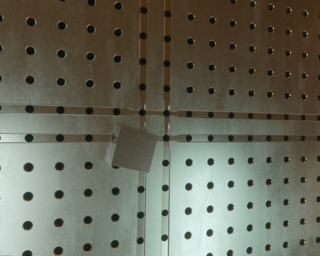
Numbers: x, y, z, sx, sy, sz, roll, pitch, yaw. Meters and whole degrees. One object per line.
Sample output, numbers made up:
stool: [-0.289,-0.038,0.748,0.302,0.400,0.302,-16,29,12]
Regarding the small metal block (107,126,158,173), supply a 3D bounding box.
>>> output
small metal block: [-0.035,0.027,0.401,0.050,0.025,0.050,16,85,-20]
